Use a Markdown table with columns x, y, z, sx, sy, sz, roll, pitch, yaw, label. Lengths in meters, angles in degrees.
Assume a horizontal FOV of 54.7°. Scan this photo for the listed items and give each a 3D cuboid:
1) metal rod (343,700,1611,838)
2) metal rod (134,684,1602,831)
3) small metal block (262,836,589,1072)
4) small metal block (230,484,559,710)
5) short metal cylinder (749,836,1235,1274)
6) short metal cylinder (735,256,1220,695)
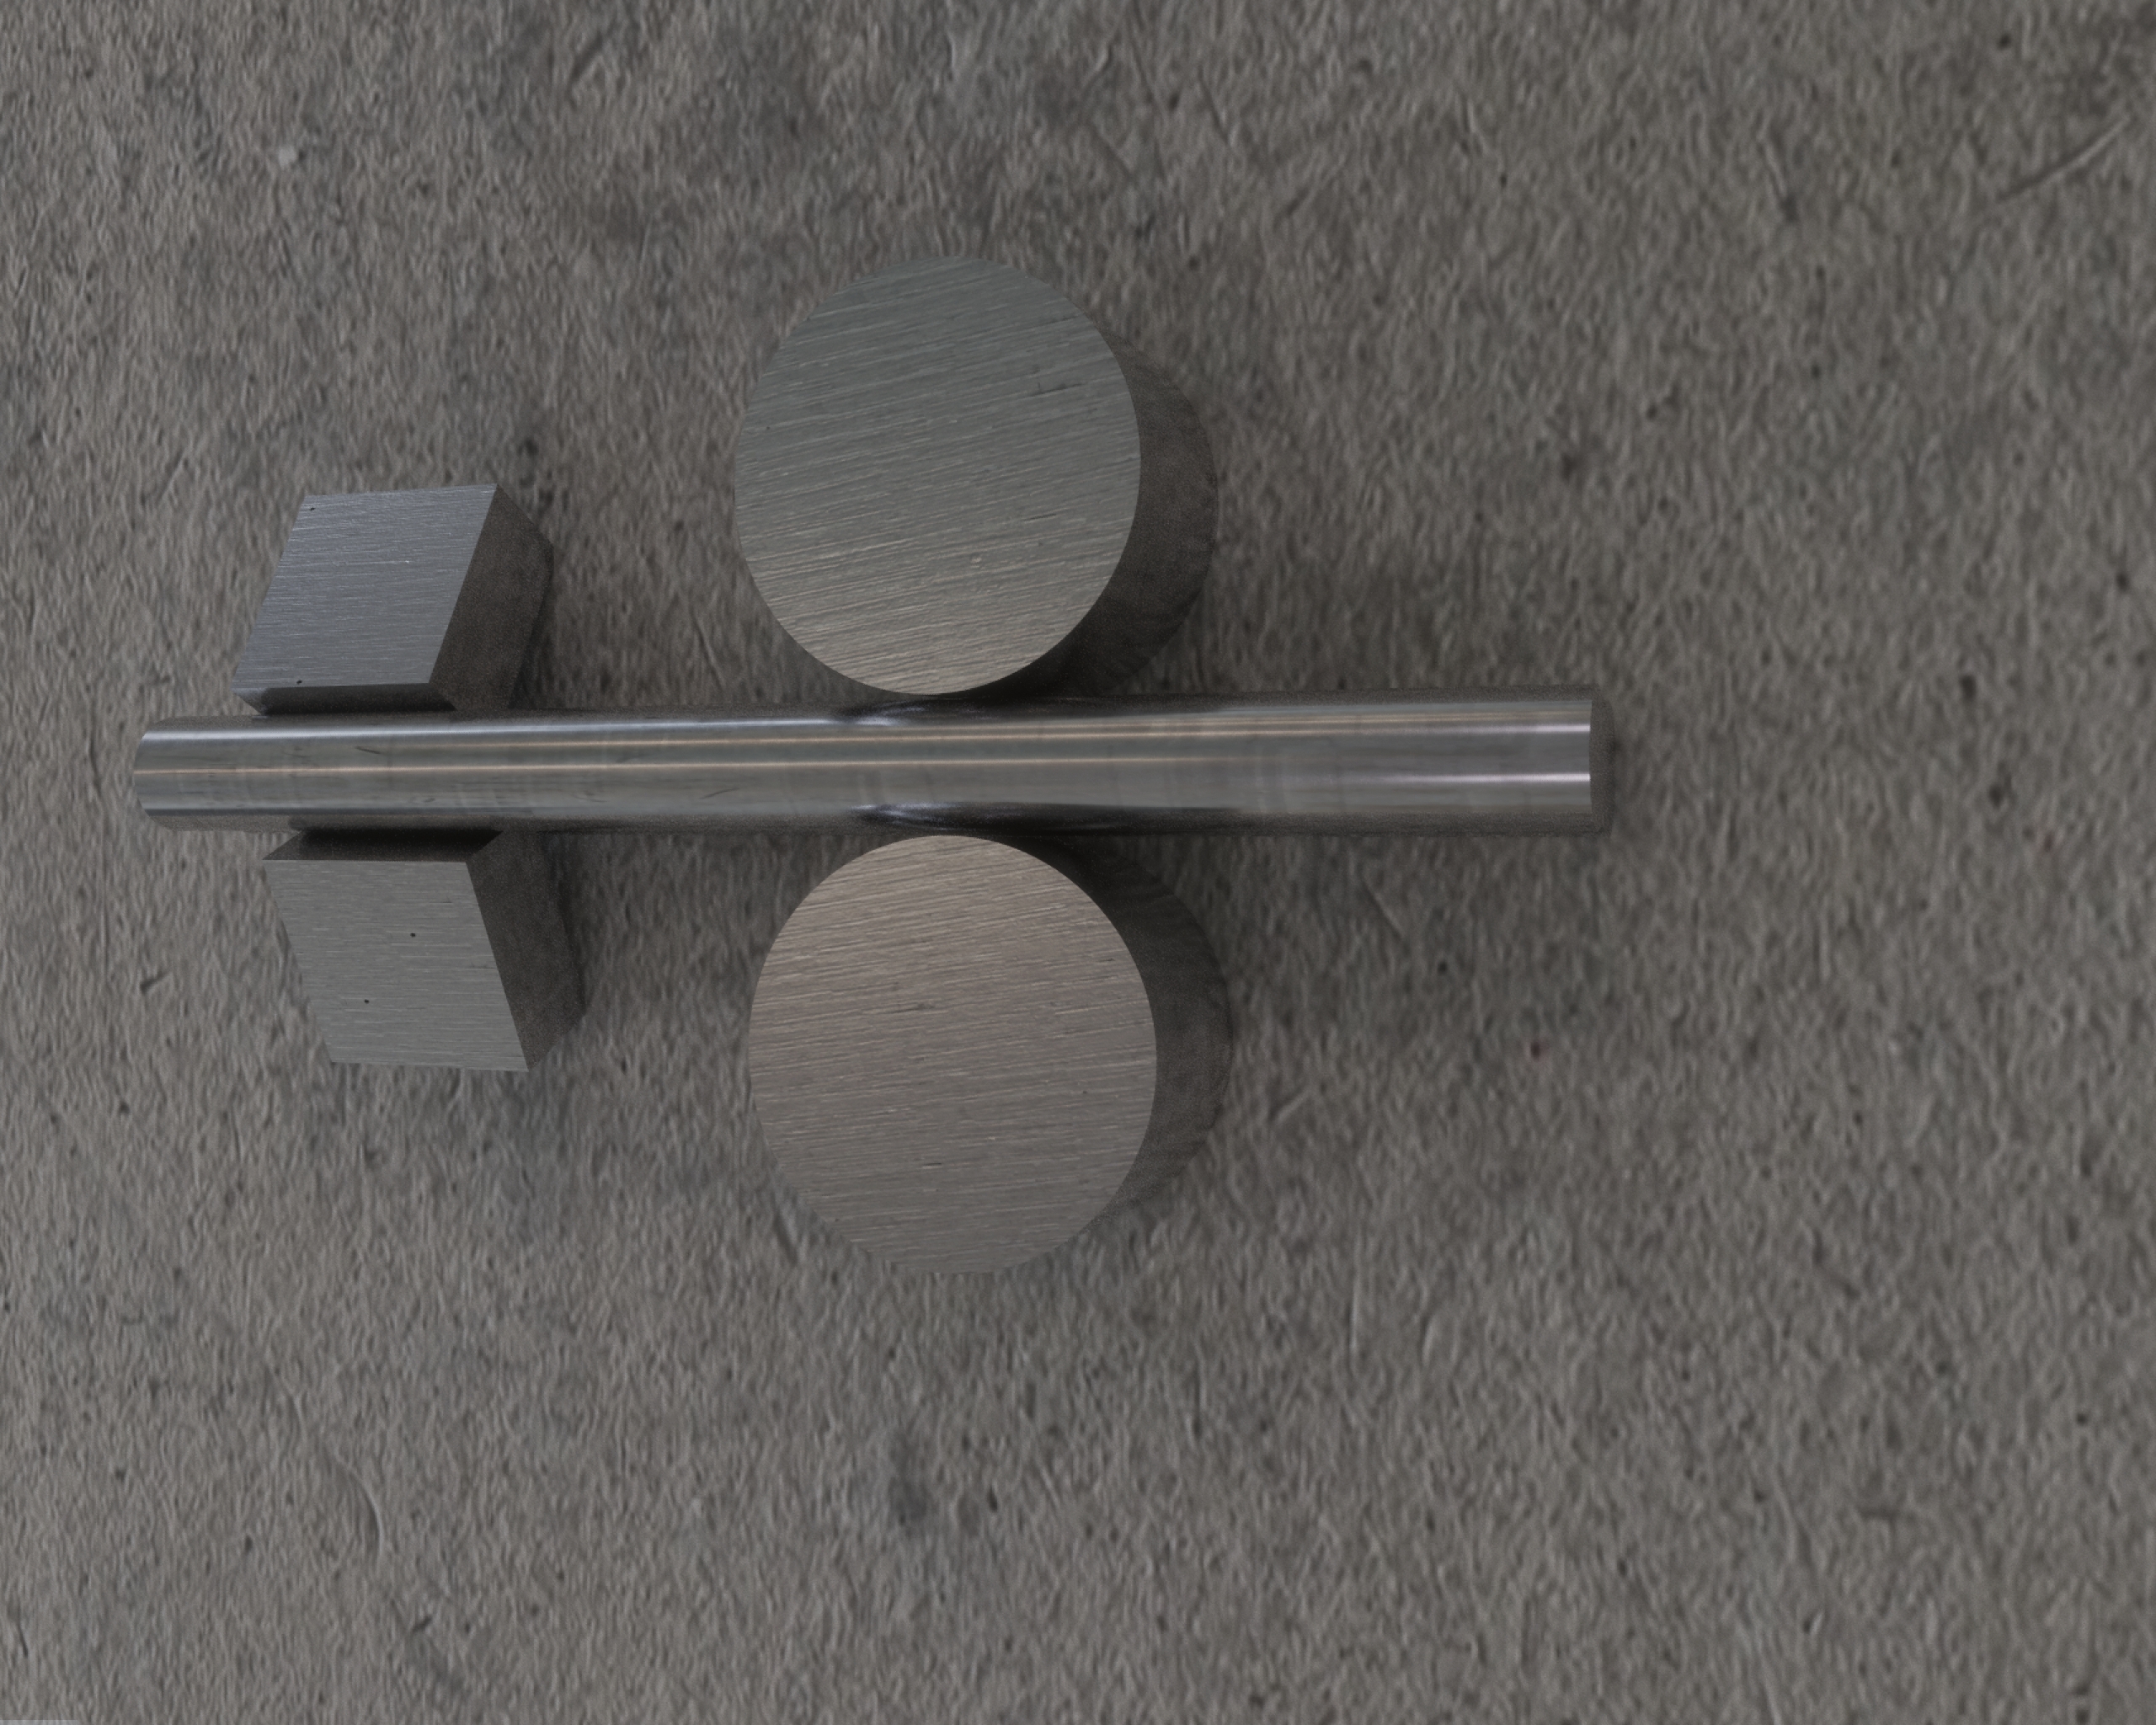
| x | y | z | sx | sy | sz | roll | pitch | yaw | label |
| --- | --- | --- | --- | --- | --- | --- | --- | --- | --- |
| -0.046 | -0.018 | 0.426 | 0.301 | 0.025 | 0.025 | 0 | 90 | 19 | metal rod |
| -0.054 | -0.019 | 0.403 | 0.301 | 0.025 | 0.025 | 0 | 90 | 20 | metal rod |
| -0.139 | 0.016 | 0.449 | 0.050 | 0.025 | 0.050 | 1 | 117 | 19 | small metal block |
| -0.147 | -0.053 | 0.452 | 0.050 | 0.025 | 0.050 | 0 | 63 | 20 | small metal block |
| -0.015 | 0.035 | 0.402 | 0.080 | 0.050 | 0.079 | 0 | 90 | 20 | short metal cylinder |
| -0.018 | -0.071 | 0.403 | 0.080 | 0.050 | 0.079 | 0 | 90 | 20 | short metal cylinder |
